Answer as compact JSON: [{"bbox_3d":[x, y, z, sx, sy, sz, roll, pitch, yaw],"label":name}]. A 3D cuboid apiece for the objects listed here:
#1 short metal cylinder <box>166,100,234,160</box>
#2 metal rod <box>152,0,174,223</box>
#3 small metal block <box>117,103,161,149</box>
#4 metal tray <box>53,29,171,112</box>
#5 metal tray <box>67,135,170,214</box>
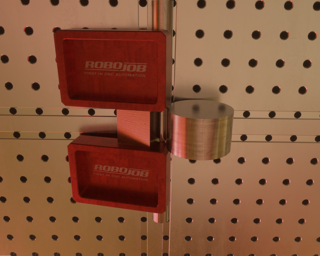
[{"bbox_3d":[0.048,0.000,0.381,0.081,0.080,0.050,0,110,0],"label":"short metal cylinder"},{"bbox_3d":[0.002,-0.007,0.406,0.025,0.025,0.298,0,110,0],"label":"metal rod"},{"bbox_3d":[-0.027,-0.006,0.396,0.050,0.025,0.050,13,113,29],"label":"small metal block"},{"bbox_3d":[-0.054,-0.069,0.366,0.131,0.030,0.089,4,111,11],"label":"metal tray"},{"bbox_3d":[-0.053,0.061,0.414,0.131,0.030,0.089,5,111,11],"label":"metal tray"}]
